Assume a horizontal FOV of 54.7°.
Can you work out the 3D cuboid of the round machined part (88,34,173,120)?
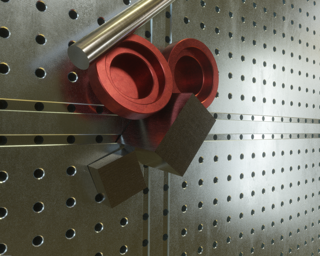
[{"bbox_3d":[-0.037,-0.056,0.356,0.099,0.042,0.098,14,66,-32],"label":"round machined part"}]

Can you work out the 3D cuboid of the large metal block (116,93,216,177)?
[{"bbox_3d":[0.007,0.004,0.374,0.050,0.080,0.080,45,68,-31],"label":"large metal block"}]

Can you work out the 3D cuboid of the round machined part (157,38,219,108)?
[{"bbox_3d":[0.033,-0.070,0.425,0.099,0.042,0.097,0,90,-40],"label":"round machined part"}]

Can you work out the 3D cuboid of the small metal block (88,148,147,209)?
[{"bbox_3d":[-0.049,0.058,0.365,0.050,0.025,0.050,-26,108,-33],"label":"small metal block"}]

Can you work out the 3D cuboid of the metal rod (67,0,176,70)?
[{"bbox_3d":[-0.001,-0.157,0.378,0.301,0.025,0.025,-51,121,-38],"label":"metal rod"}]
